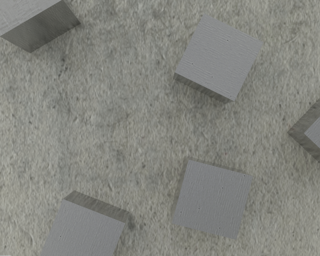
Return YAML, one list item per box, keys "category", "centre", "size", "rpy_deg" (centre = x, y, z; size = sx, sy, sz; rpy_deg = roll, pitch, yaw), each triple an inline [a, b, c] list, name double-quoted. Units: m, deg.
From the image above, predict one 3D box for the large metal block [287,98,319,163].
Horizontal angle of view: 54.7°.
- category: "large metal block"
  centre: [0.231, 0.005, 0.401]
  size: [0.080, 0.050, 0.080]
  rpy_deg: [43, 90, -1]

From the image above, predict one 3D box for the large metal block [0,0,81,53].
- category: "large metal block"
  centre: [-0.155, -0.143, 0.380]
  size: [0.080, 0.080, 0.050]
  rpy_deg: [-31, 90, 0]

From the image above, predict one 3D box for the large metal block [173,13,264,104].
- category: "large metal block"
  centre: [0.071, -0.086, 0.398]
  size: [0.080, 0.050, 0.080]
  rpy_deg: [26, 90, -1]

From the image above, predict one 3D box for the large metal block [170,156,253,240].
- category: "large metal block"
  centre: [0.063, 0.086, 0.398]
  size: [0.080, 0.050, 0.080]
  rpy_deg: [15, 90, -1]

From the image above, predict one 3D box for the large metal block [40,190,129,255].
- category: "large metal block"
  centre: [-0.094, 0.137, 0.396]
  size: [0.080, 0.050, 0.080]
  rpy_deg: [22, 90, -1]
